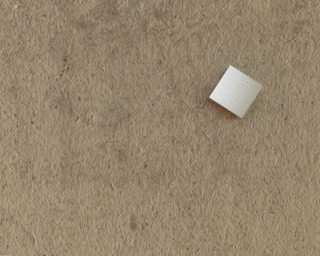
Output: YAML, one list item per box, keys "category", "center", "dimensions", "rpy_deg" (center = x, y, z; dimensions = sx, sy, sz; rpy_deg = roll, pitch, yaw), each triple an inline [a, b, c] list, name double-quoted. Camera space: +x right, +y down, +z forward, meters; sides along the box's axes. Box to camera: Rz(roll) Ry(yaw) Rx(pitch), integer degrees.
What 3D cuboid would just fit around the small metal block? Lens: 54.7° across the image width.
- category: "small metal block"
  center: [0.098, -0.047, 0.411]
  dimensions: [0.050, 0.025, 0.050]
  rpy_deg: [33, 90, 0]
